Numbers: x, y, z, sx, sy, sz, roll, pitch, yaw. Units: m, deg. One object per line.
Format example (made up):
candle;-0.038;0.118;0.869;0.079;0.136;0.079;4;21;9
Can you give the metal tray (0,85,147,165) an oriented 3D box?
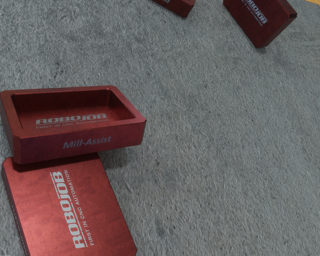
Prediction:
metal tray;-0.092;-0.010;0.331;0.131;0.030;0.090;-8;37;-32

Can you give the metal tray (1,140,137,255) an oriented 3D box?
metal tray;-0.089;0.082;0.302;0.091;0.030;0.130;-14;69;-34

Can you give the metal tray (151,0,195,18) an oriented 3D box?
metal tray;0.005;-0.266;0.564;0.131;0.030;0.090;25;53;-13

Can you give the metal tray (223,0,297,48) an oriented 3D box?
metal tray;0.192;-0.235;0.608;0.030;0.090;0.130;-21;73;-36
